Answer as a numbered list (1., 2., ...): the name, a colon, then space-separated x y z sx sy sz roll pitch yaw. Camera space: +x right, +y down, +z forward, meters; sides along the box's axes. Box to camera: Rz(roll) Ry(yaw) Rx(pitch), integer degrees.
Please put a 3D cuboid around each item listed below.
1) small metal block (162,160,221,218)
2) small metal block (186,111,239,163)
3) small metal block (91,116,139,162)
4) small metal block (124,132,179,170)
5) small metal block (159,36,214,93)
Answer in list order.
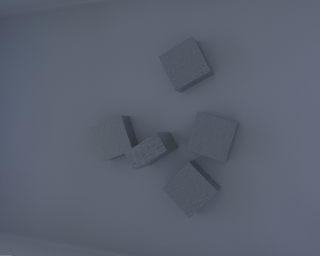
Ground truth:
1. small metal block: 0.040 0.077 0.396 0.050 0.025 0.050 46 104 14
2. small metal block: 0.066 0.010 0.387 0.050 0.025 0.050 17 96 19
3. small metal block: -0.062 0.015 0.432 0.050 0.025 0.050 -20 83 18
4. small metal block: -0.009 0.029 0.400 0.050 0.050 0.025 -33 80 17
5. small metal block: 0.034 -0.081 0.398 0.050 0.025 0.050 -28 81 17
